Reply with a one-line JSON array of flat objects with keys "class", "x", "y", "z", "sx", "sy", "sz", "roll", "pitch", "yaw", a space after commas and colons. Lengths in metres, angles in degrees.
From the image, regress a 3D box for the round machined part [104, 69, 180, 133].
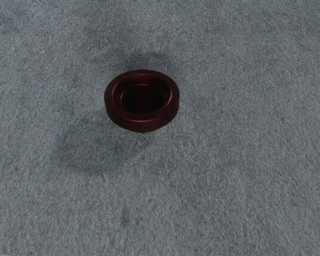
[{"class": "round machined part", "x": -0.024, "y": -0.032, "z": 0.419, "sx": 0.099, "sy": 0.042, "sz": 0.098, "roll": 0, "pitch": 50, "yaw": 0}]
